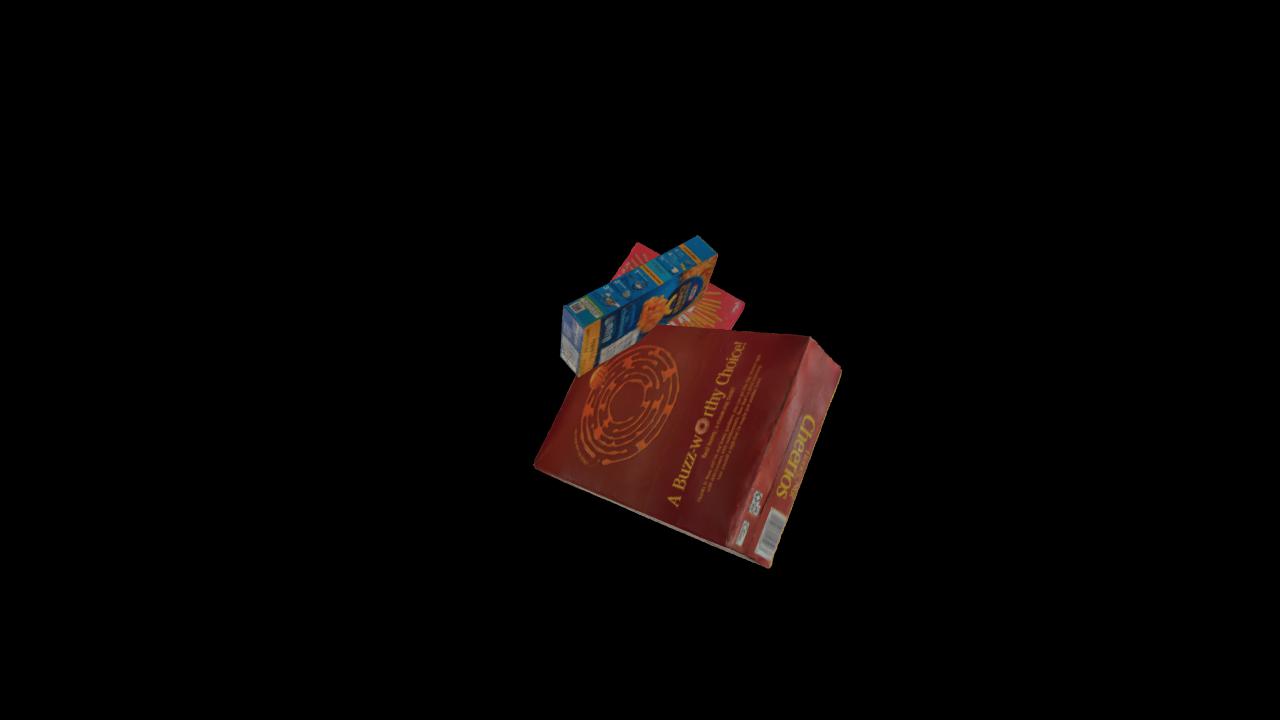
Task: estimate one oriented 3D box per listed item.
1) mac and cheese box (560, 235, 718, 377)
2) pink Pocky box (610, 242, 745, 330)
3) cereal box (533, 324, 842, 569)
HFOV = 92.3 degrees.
[{"bbox_3d":[-0.001,-0.059,0.665,0.184,0.041,0.093,-32,-24,-26],"label":"mac and cheese box"},{"bbox_3d":[0.039,-0.070,0.740,0.155,0.084,0.029,32,-11,10],"label":"pink Pocky box"},{"bbox_3d":[0.033,0.066,0.651,0.306,0.203,0.081,7,-23,48],"label":"cereal box"}]
